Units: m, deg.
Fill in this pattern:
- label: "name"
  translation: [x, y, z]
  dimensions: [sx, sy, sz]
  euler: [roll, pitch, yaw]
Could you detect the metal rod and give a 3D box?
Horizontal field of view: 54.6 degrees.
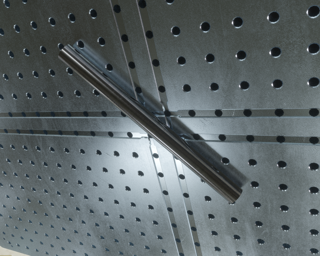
- label: "metal rod"
  translation: [-0.013, -0.006, 0.415]
  dimensions: [0.300, 0.025, 0.025]
  euler: [40, 129, 0]
